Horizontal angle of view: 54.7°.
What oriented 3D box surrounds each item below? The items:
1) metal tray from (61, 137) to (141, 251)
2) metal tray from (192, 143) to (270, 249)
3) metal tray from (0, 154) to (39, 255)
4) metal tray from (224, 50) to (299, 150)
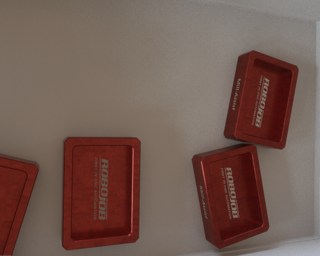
[{"bbox_3d":[-0.072,0.076,0.381,0.091,0.030,0.129,1,90,-20],"label":"metal tray"},{"bbox_3d":[0.102,0.094,0.445,0.091,0.030,0.129,-12,94,-20],"label":"metal tray"},{"bbox_3d":[-0.196,0.091,0.335,0.091,0.030,0.129,17,84,-19],"label":"metal tray"},{"bbox_3d":[0.152,-0.040,0.463,0.091,0.030,0.129,13,86,-20],"label":"metal tray"}]
